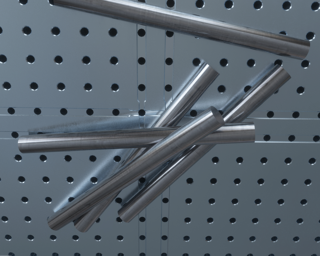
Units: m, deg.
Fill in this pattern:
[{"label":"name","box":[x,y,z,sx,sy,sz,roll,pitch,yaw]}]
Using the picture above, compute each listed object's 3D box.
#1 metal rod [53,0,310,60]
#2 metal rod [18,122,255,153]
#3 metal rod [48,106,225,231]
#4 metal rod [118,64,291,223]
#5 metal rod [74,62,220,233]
[{"label":"metal rod","box":[0.029,-0.124,0.367,0.302,0.025,0.025,11,110,-5]},{"label":"metal rod","box":[-0.036,0.013,0.395,0.301,0.025,0.025,-3,111,9]},{"label":"metal rod","box":[-0.048,0.064,0.399,0.299,0.025,0.025,-35,107,26]},{"label":"metal rod","box":[0.051,0.029,0.424,0.025,0.025,0.299,42,104,-14]},{"label":"metal rod","box":[-0.027,0.036,0.426,0.025,0.025,0.299,36,106,-13]}]
